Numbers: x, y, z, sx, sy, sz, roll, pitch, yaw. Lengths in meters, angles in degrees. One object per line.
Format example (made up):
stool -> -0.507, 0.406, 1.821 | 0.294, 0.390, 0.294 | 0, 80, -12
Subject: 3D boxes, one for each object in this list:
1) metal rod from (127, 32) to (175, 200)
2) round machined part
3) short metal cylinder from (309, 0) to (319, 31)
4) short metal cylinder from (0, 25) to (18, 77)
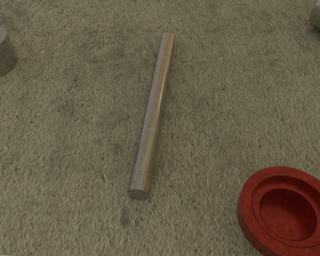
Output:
metal rod -> -0.005, -0.040, 0.436 | 0.025, 0.025, 0.300 | 6, 50, 4
round machined part -> 0.128, 0.091, 0.317 | 0.099, 0.042, 0.098 | 0, 50, 0
short metal cylinder -> 0.312, -0.203, 0.542 | 0.081, 0.080, 0.050 | -27, 55, -21
short metal cylinder -> -0.273, -0.121, 0.485 | 0.081, 0.050, 0.080 | 0, 50, 0
